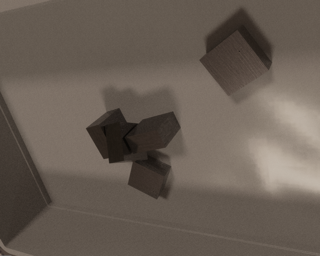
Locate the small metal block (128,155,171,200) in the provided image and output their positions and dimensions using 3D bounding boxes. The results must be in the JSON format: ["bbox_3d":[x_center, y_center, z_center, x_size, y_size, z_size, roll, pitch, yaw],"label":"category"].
[{"bbox_3d":[-0.016,0.071,0.459,0.050,0.025,0.050,25,127,12],"label":"small metal block"}]

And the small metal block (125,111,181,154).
[{"bbox_3d":[-0.008,0.006,0.399,0.050,0.050,0.025,-13,112,33],"label":"small metal block"}]

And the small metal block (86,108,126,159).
[{"bbox_3d":[-0.067,0.007,0.431,0.025,0.050,0.050,-14,111,34],"label":"small metal block"}]

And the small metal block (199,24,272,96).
[{"bbox_3d":[0.079,-0.070,0.323,0.050,0.025,0.050,-35,99,38],"label":"small metal block"}]

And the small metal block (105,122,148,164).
[{"bbox_3d":[-0.044,0.020,0.414,0.025,0.050,0.050,-13,80,32],"label":"small metal block"}]
